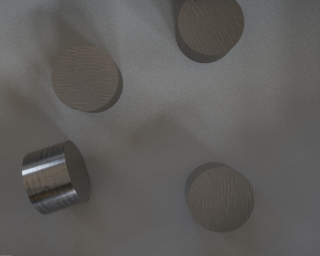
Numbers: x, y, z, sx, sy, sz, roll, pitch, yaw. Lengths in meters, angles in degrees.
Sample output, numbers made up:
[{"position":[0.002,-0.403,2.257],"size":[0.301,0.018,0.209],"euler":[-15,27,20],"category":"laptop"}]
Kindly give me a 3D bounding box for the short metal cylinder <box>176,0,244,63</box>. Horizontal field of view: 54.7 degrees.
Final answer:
[{"position":[0.062,-0.128,0.400],"size":[0.081,0.050,0.079],"euler":[0,90,-1],"category":"short metal cylinder"}]

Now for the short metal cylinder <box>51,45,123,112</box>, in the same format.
[{"position":[-0.091,-0.060,0.398],"size":[0.081,0.050,0.079],"euler":[0,90,-1],"category":"short metal cylinder"}]

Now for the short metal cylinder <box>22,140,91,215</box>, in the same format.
[{"position":[-0.125,0.060,0.382],"size":[0.050,0.080,0.080],"euler":[-18,90,0],"category":"short metal cylinder"}]

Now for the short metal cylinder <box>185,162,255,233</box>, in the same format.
[{"position":[0.074,0.087,0.400],"size":[0.081,0.050,0.079],"euler":[0,90,-1],"category":"short metal cylinder"}]
